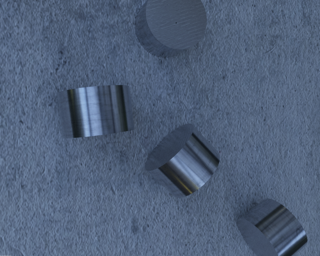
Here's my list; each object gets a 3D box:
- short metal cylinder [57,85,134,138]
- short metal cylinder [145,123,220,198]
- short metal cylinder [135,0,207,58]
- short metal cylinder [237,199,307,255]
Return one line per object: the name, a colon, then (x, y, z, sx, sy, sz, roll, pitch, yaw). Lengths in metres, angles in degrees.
short metal cylinder: (-0.072, -0.018, 0.353, 0.081, 0.080, 0.050, -8, 93, -20)
short metal cylinder: (0.028, 0.040, 0.390, 0.050, 0.080, 0.080, 46, 76, -14)
short metal cylinder: (0.013, -0.136, 0.400, 0.081, 0.050, 0.080, 0, 90, -20)
short metal cylinder: (0.156, 0.148, 0.437, 0.050, 0.080, 0.080, -31, 100, -17)
